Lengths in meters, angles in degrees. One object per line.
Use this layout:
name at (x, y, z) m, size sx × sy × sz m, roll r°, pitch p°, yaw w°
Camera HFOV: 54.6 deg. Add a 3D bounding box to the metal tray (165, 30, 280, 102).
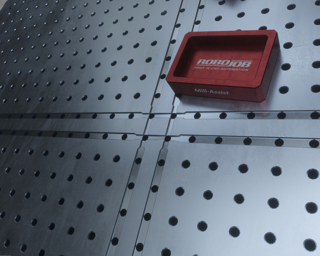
metal tray at (0.082, -0.086, 0.415) m, size 0.130 × 0.030 × 0.090 m, roll 10°, pitch 66°, yaw 32°
